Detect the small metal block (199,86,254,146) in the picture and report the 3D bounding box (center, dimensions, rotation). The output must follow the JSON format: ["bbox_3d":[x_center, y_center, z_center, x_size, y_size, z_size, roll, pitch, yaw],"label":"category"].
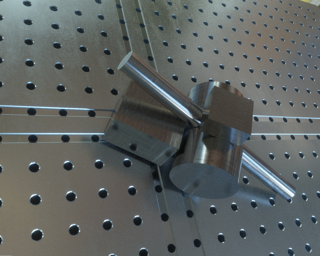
[{"bbox_3d":[0.076,-0.014,0.352,0.050,0.025,0.050,21,54,-6],"label":"small metal block"}]

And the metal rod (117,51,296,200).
[{"bbox_3d":[0.074,0.010,0.387,0.301,0.025,0.025,36,50,-24],"label":"metal rod"}]

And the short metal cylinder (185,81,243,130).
[{"bbox_3d":[0.072,-0.016,0.418,0.080,0.080,0.050,25,53,-13],"label":"short metal cylinder"}]

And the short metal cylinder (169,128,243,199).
[{"bbox_3d":[0.056,0.044,0.372,0.080,0.080,0.050,27,53,-12],"label":"short metal cylinder"}]

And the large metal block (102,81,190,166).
[{"bbox_3d":[-0.014,-0.012,0.384,0.080,0.050,0.080,26,53,-12],"label":"large metal block"}]
